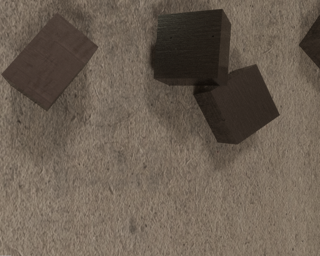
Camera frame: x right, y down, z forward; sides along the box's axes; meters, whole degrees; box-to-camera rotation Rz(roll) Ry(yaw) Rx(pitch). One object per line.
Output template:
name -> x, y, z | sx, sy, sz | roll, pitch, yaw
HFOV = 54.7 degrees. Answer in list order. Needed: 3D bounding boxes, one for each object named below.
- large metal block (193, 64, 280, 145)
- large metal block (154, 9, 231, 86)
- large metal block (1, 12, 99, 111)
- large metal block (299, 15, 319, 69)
large metal block -> 0.108, -0.033, 0.437 | 0.080, 0.050, 0.080 | -32, 101, -18
large metal block -> 0.042, -0.097, 0.390 | 0.080, 0.050, 0.080 | 4, 88, 24
large metal block -> -0.118, -0.066, 0.336 | 0.050, 0.080, 0.080 | 39, 77, -16
large metal block -> 0.290, -0.142, 0.505 | 0.080, 0.050, 0.080 | 40, 77, -16
